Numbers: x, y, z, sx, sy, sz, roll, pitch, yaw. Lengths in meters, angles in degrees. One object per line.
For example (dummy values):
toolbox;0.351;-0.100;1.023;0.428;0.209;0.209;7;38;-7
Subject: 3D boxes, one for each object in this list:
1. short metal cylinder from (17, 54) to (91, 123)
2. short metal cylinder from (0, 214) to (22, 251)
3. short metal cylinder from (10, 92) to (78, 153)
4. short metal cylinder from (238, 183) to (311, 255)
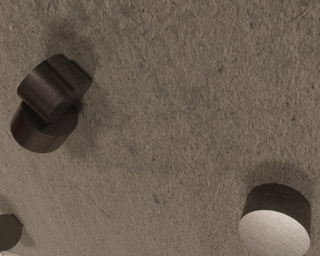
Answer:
short metal cylinder;-0.138;-0.052;0.410;0.050;0.080;0.080;46;129;-4
short metal cylinder;-0.368;0.240;0.710;0.050;0.080;0.080;-18;109;35
short metal cylinder;-0.168;-0.010;0.451;0.080;0.080;0.050;45;129;-4
short metal cylinder;0.144;0.116;0.387;0.080;0.050;0.079;13;124;20
